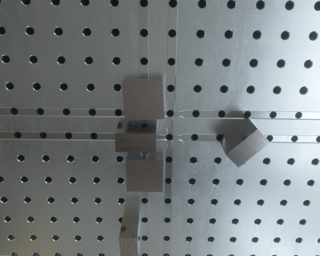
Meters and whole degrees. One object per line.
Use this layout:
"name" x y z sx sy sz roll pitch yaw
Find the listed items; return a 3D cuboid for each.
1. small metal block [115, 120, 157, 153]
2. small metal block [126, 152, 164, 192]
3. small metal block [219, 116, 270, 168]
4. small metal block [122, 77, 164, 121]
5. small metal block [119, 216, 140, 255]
"small metal block" -0.030 0.010 0.403 0.050 0.050 0.025 1 110 0
"small metal block" -0.021 0.061 0.436 0.050 0.025 0.050 1 110 -1
"small metal block" 0.109 0.017 0.407 0.050 0.050 0.025 -42 105 14
"small metal block" -0.021 -0.038 0.399 0.050 0.025 0.050 -3 110 1
"small metal block" -0.044 0.167 0.461 0.025 0.050 0.050 -1 110 0
